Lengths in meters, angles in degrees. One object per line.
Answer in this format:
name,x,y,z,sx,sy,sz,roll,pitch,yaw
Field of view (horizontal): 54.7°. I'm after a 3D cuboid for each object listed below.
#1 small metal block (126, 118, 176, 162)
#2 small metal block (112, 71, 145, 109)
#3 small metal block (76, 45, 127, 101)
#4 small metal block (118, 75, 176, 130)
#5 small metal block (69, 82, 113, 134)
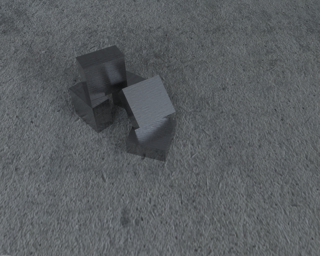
small metal block,-0.011,0.011,0.395,0.050,0.025,0.050,13,51,10
small metal block,-0.039,-0.048,0.429,0.050,0.050,0.025,26,55,19
small metal block,-0.070,-0.067,0.379,0.050,0.050,0.025,-23,54,-19
small metal block,-0.017,-0.031,0.383,0.050,0.025,0.050,-25,92,-20
small metal block,-0.091,-0.028,0.411,0.050,0.050,0.025,38,59,27
